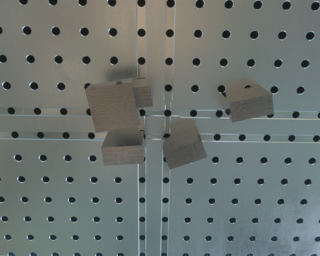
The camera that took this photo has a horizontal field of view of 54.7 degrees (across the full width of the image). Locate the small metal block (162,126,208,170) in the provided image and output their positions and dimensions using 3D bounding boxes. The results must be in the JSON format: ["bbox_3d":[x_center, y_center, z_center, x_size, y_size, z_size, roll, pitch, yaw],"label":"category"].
[{"bbox_3d":[0.032,0.025,0.410,0.050,0.050,0.025,-19,109,6],"label":"small metal block"}]

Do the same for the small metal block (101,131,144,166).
[{"bbox_3d":[-0.047,0.026,0.409,0.050,0.050,0.025,-3,110,1],"label":"small metal block"}]

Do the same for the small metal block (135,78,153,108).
[{"bbox_3d":[-0.035,-0.043,0.384,0.050,0.050,0.025,-6,110,1],"label":"small metal block"}]

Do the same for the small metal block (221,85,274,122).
[{"bbox_3d":[0.109,-0.032,0.390,0.050,0.050,0.025,-12,110,4],"label":"small metal block"}]

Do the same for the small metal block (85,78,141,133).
[{"bbox_3d":[-0.051,-0.026,0.350,0.050,0.025,0.050,-9,110,3],"label":"small metal block"}]
